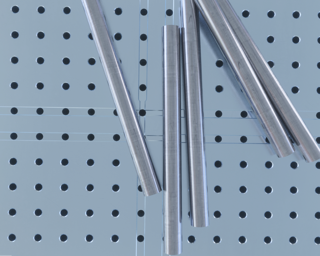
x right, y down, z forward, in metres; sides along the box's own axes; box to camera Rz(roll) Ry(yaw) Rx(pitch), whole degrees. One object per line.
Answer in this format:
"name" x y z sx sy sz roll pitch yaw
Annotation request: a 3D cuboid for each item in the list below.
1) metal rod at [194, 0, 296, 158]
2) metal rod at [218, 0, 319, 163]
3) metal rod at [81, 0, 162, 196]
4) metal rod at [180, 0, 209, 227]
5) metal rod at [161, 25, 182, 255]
"metal rod" 0.096 -0.096 0.401 0.025 0.025 0.299 -30 96 0
"metal rod" 0.129 -0.087 0.415 0.025 0.025 0.299 -32 90 0
"metal rod" -0.055 -0.055 0.412 0.025 0.025 0.298 -18 90 0
"metal rod" 0.046 -0.020 0.413 0.025 0.025 0.298 -3 90 -1
"metal rod" 0.016 0.015 0.413 0.025 0.025 0.298 -1 90 -1
